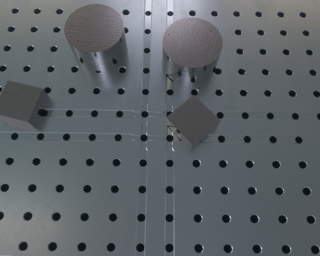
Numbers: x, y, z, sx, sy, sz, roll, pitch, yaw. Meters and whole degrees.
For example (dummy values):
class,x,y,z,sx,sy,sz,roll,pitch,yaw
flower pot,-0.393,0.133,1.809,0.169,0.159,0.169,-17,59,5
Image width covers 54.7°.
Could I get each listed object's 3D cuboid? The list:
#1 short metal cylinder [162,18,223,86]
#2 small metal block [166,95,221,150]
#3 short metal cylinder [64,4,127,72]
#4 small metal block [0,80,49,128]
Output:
class,x,y,z,sx,sy,sz,roll,pitch,yaw
short metal cylinder,0.044,-0.107,0.438,0.081,0.050,0.080,0,70,0
small metal block,0.043,-0.008,0.415,0.050,0.025,0.050,-39,75,-13
short metal cylinder,-0.090,-0.128,0.445,0.081,0.050,0.080,0,70,0
small metal block,-0.189,-0.032,0.422,0.050,0.025,0.050,14,71,5
